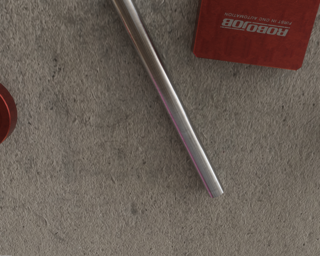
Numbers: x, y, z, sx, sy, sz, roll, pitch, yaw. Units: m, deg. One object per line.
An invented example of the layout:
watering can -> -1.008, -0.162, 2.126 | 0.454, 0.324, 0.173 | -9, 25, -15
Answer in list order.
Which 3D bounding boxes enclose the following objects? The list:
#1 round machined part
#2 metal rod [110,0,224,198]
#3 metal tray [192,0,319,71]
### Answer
round machined part -> -0.229, -0.023, 0.389 | 0.099, 0.042, 0.097 | 0, 110, -1
metal rod -> 0.015, -0.034, 0.397 | 0.025, 0.025, 0.299 | -25, 109, 8
metal tray -> 0.109, -0.122, 0.364 | 0.131, 0.030, 0.089 | 7, 110, -3
